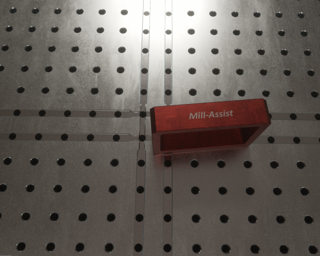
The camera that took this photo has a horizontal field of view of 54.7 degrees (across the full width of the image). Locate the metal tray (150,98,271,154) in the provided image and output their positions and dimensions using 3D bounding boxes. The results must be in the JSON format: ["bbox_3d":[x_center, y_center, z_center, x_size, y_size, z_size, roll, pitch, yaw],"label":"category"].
[{"bbox_3d":[0.055,0.000,0.377,0.131,0.090,0.030,-5,70,-2],"label":"metal tray"}]
